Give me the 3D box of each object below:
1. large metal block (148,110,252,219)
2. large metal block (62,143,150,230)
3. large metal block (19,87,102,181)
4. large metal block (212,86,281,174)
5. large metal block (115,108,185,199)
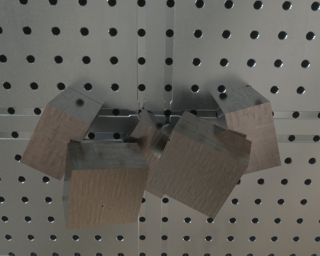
[{"bbox_3d":[0.043,0.040,0.341,0.080,0.050,0.079,26,122,6],"label":"large metal block"},{"bbox_3d":[-0.064,0.064,0.353,0.081,0.050,0.079,1,119,-23],"label":"large metal block"},{"bbox_3d":[-0.119,0.004,0.383,0.050,0.080,0.080,28,107,-10],"label":"large metal block"},{"bbox_3d":[0.105,0.000,0.385,0.050,0.080,0.080,-15,110,5],"label":"large metal block"},{"bbox_3d":[-0.011,0.033,0.411,0.080,0.050,0.080,31,107,-11],"label":"large metal block"}]
